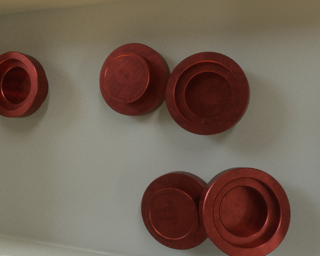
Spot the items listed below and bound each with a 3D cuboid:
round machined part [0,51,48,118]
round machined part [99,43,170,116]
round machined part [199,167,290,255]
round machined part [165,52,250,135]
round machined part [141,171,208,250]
[{"bbox_3d":[-0.213,-0.064,0.475,0.098,0.042,0.097,0,90,19],"label":"round machined part"},{"bbox_3d":[-0.039,-0.065,0.414,0.098,0.042,0.097,0,90,19],"label":"round machined part"},{"bbox_3d":[0.093,0.094,0.355,0.099,0.042,0.097,1,83,-6],"label":"round machined part"},{"bbox_3d":[0.060,-0.040,0.380,0.098,0.042,0.097,0,90,19],"label":"round machined part"},{"bbox_3d":[0.021,0.106,0.393,0.098,0.042,0.097,0,90,19],"label":"round machined part"}]
